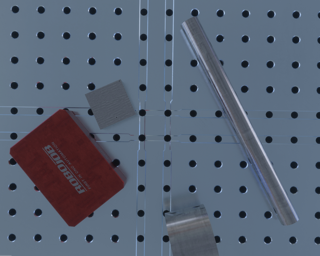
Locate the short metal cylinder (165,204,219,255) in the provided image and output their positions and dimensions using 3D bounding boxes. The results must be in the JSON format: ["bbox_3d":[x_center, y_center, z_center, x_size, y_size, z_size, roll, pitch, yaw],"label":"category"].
[{"bbox_3d":[0.040,0.141,0.387,0.050,0.080,0.080,-14,90,0],"label":"short metal cylinder"}]

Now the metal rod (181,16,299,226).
[{"bbox_3d":[0.107,-0.009,0.414,0.025,0.025,0.299,-27,90,0],"label":"metal rod"}]

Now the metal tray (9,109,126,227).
[{"bbox_3d":[-0.119,0.051,0.409,0.090,0.030,0.130,-39,91,-1],"label":"metal tray"}]

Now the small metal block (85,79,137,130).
[{"bbox_3d":[-0.064,-0.031,0.413,0.050,0.025,0.050,-24,90,-1],"label":"small metal block"}]
